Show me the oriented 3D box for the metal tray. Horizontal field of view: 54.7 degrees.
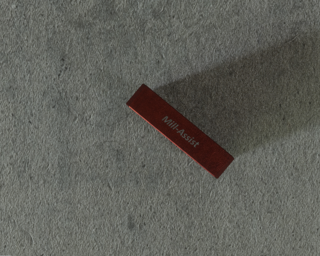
[{"bbox_3d":[0.022,0.003,0.379,0.130,0.090,0.030,39,90,-1],"label":"metal tray"}]
